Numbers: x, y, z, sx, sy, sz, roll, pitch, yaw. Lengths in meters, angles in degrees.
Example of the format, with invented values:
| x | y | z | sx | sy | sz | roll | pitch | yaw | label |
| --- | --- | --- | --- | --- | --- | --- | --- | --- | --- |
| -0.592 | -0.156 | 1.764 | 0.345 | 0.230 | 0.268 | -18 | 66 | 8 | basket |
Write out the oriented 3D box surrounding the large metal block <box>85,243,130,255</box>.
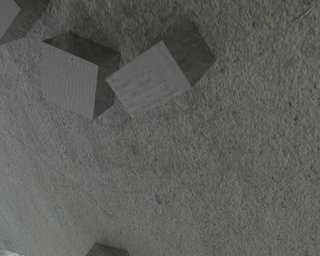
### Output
| x | y | z | sx | sy | sz | roll | pitch | yaw | label |
| --- | --- | --- | --- | --- | --- | --- | --- | --- | --- |
| -0.101 | 0.286 | 0.621 | 0.080 | 0.050 | 0.080 | 3 | 120 | 27 | large metal block |

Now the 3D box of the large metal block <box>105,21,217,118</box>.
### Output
| x | y | z | sx | sy | sz | roll | pitch | yaw | label |
| --- | --- | --- | --- | --- | --- | --- | --- | --- | --- |
| 0.003 | -0.063 | 0.331 | 0.080 | 0.080 | 0.050 | -25 | 105 | 37 | large metal block |

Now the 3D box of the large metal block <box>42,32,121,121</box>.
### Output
| x | y | z | sx | sy | sz | roll | pitch | yaw | label |
| --- | --- | --- | --- | --- | --- | --- | --- | --- | --- |
| -0.103 | -0.068 | 0.403 | 0.080 | 0.050 | 0.079 | 25 | 127 | 13 | large metal block |

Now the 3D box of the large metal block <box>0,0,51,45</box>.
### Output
| x | y | z | sx | sy | sz | roll | pitch | yaw | label |
| --- | --- | --- | --- | --- | --- | --- | --- | --- | --- |
| -0.202 | -0.165 | 0.395 | 0.080 | 0.050 | 0.080 | -30 | 102 | 37 | large metal block |
